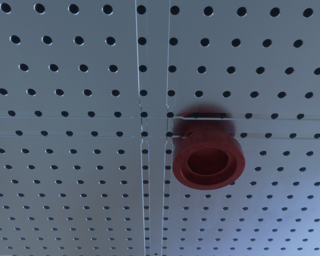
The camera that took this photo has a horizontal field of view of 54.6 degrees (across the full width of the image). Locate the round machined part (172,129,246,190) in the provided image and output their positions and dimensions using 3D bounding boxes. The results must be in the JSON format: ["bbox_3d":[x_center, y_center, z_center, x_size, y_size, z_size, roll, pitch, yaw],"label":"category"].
[{"bbox_3d":[0.066,0.040,0.435,0.099,0.042,0.097,0,130,0],"label":"round machined part"}]
